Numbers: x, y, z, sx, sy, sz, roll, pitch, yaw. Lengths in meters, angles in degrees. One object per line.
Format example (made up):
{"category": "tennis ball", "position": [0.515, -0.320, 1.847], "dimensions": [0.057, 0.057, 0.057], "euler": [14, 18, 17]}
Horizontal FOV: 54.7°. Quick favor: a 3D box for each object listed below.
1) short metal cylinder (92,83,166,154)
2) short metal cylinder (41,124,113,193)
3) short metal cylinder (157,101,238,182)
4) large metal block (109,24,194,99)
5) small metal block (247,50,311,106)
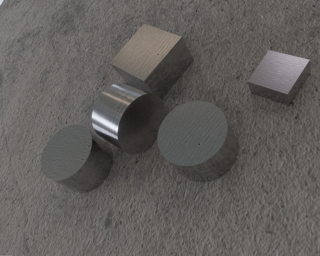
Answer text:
{"category": "short metal cylinder", "position": [-0.039, -0.013, 0.397], "dimensions": [0.050, 0.080, 0.080], "euler": [26, 76, 37]}
{"category": "short metal cylinder", "position": [-0.111, 0.042, 0.421], "dimensions": [0.080, 0.050, 0.080], "euler": [-13, 56, 21]}
{"category": "short metal cylinder", "position": [0.044, 0.016, 0.355], "dimensions": [0.080, 0.050, 0.080], "euler": [-13, 56, 21]}
{"category": "large metal block", "position": [-0.012, -0.097, 0.454], "dimensions": [0.080, 0.050, 0.080], "euler": [33, 80, 38]}
{"category": "small metal block", "position": [0.141, -0.060, 0.367], "dimensions": [0.050, 0.025, 0.050], "euler": [27, 77, 37]}
